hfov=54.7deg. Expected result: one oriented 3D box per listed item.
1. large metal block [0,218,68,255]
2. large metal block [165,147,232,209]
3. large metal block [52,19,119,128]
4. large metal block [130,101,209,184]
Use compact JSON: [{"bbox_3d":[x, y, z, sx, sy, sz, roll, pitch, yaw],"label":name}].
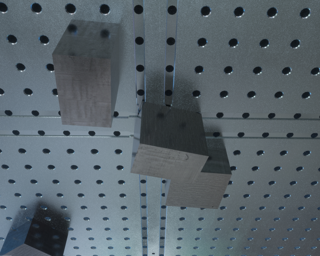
[{"bbox_3d":[-0.237,0.223,0.582,0.080,0.050,0.080,-33,123,24],"label":"large metal block"},{"bbox_3d":[0.052,0.073,0.459,0.081,0.050,0.079,5,130,-5],"label":"large metal block"},{"bbox_3d":[-0.072,-0.058,0.325,0.050,0.080,0.079,4,130,-4],"label":"large metal block"},{"bbox_3d":[0.010,0.017,0.390,0.081,0.080,0.050,11,129,-10],"label":"large metal block"}]
